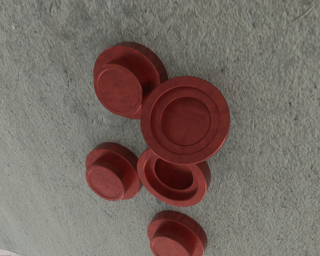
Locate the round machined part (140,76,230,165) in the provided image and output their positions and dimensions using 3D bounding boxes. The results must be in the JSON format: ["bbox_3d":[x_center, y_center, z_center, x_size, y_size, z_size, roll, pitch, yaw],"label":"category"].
[{"bbox_3d":[0.031,-0.007,0.355,0.098,0.042,0.097,-1,84,14],"label":"round machined part"}]

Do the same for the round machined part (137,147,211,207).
[{"bbox_3d":[0.022,0.055,0.417,0.098,0.042,0.097,14,126,21],"label":"round machined part"}]

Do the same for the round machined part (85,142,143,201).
[{"bbox_3d":[-0.076,0.074,0.482,0.098,0.042,0.097,13,124,21],"label":"round machined part"}]

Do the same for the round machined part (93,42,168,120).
[{"bbox_3d":[-0.042,-0.053,0.385,0.098,0.042,0.097,13,124,21],"label":"round machined part"}]

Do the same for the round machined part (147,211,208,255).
[{"bbox_3d":[0.023,0.184,0.498,0.098,0.042,0.097,13,124,21],"label":"round machined part"}]
